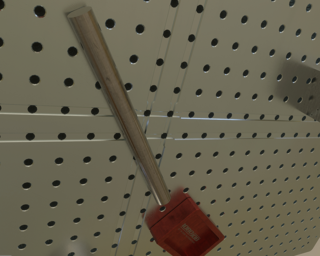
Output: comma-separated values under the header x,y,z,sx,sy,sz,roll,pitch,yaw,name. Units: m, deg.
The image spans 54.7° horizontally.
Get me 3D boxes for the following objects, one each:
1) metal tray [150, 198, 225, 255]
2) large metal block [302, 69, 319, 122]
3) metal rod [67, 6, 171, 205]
x,y,z,sx,sy,sz,roll,pitch,yaw,name
0.053,0.190,0.554,0.090,0.030,0.130,-39,130,-2,metal tray
0.292,-0.048,0.506,0.050,0.080,0.079,-11,123,-23,large metal block
-0.036,-0.001,0.390,0.025,0.025,0.299,-29,128,-10,metal rod
